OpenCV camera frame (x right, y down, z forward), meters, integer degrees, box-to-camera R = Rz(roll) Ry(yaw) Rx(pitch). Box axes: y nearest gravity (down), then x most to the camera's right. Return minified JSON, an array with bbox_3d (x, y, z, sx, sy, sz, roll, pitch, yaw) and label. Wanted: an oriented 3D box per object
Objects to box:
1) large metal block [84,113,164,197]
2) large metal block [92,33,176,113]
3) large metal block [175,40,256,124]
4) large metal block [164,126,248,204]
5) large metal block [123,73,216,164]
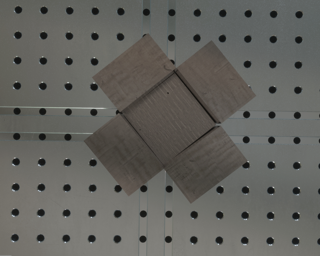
[{"bbox_3d":[-0.040,0.029,0.385,0.050,0.080,0.080,-39,91,0],"label":"large metal block"},{"bbox_3d":[-0.029,-0.062,0.386,0.080,0.080,0.050,-38,90,0],"label":"large metal block"},{"bbox_3d":[0.063,-0.052,0.386,0.050,0.080,0.080,-39,91,0],"label":"large metal block"},{"bbox_3d":[0.052,0.041,0.387,0.080,0.080,0.050,-37,90,0],"label":"large metal block"},{"bbox_3d":[0.012,-0.011,0.400,0.080,0.050,0.080,-38,89,2],"label":"large metal block"}]
